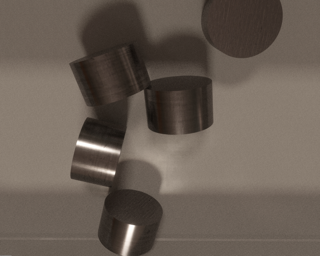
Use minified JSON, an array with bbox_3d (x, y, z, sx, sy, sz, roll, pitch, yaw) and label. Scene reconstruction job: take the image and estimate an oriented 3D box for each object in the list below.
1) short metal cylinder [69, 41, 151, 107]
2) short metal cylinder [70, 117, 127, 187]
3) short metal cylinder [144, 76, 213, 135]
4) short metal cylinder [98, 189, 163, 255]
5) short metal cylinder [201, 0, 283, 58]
[{"bbox_3d":[-0.056,-0.064,0.358,0.080,0.080,0.050,-17,110,5],"label":"short metal cylinder"},{"bbox_3d":[-0.076,0.031,0.392,0.050,0.080,0.079,14,109,-6],"label":"short metal cylinder"},{"bbox_3d":[0.023,-0.030,0.371,0.080,0.080,0.050,-5,110,1],"label":"short metal cylinder"},{"bbox_3d":[-0.041,0.129,0.429,0.081,0.080,0.050,13,110,-5],"label":"short metal cylinder"},{"bbox_3d":[0.091,-0.124,0.354,0.081,0.050,0.079,0,110,-1],"label":"short metal cylinder"}]
